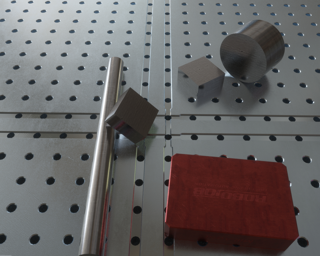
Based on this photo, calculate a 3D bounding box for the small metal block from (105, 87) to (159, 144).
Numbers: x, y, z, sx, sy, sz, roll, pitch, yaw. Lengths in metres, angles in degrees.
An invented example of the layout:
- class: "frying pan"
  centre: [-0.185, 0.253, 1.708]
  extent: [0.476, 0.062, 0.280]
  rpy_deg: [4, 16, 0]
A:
- class: "small metal block"
  centre: [-0.036, -0.016, 0.404]
  extent: [0.050, 0.025, 0.050]
  rpy_deg: [39, 50, -18]

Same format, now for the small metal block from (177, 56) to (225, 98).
- class: "small metal block"
  centre: [0.062, -0.079, 0.475]
  extent: [0.050, 0.025, 0.050]
  rpy_deg: [-27, 55, -21]

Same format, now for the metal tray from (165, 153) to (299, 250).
- class: "metal tray"
  centre: [0.074, 0.078, 0.340]
  extent: [0.131, 0.030, 0.090]
  rpy_deg: [5, 50, 3]

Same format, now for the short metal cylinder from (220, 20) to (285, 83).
- class: "short metal cylinder"
  centre: [0.139, -0.116, 0.472]
  extent: [0.080, 0.080, 0.050]
  rpy_deg: [36, 59, 26]

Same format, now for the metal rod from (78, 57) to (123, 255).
- class: "metal rod"
  centre: [-0.069, 0.011, 0.397]
  extent: [0.025, 0.025, 0.300]
  rpy_deg: [0, 50, -1]
